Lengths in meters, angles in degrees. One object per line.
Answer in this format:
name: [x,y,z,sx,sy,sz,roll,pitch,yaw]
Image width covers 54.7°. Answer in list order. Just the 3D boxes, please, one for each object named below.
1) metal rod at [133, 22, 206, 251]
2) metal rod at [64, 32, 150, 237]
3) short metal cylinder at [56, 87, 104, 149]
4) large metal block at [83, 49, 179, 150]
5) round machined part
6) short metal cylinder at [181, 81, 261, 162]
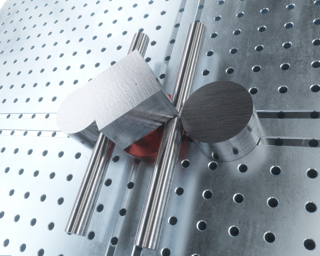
metal rod: [0.019,-0.010,0.377,0.025,0.025,0.300,0,62,28]
metal rod: [-0.063,-0.009,0.420,0.025,0.025,0.300,1,62,28]
short metal cylinder: [-0.104,-0.016,0.456,0.080,0.050,0.080,-13,56,21]
large metal block: [-0.036,-0.035,0.372,0.080,0.050,0.080,-33,51,6]
round machined part: [-0.016,-0.007,0.411,0.098,0.042,0.098,-13,56,21]
short metal cylinder: [0.071,-0.008,0.359,0.080,0.050,0.080,-13,56,21]
